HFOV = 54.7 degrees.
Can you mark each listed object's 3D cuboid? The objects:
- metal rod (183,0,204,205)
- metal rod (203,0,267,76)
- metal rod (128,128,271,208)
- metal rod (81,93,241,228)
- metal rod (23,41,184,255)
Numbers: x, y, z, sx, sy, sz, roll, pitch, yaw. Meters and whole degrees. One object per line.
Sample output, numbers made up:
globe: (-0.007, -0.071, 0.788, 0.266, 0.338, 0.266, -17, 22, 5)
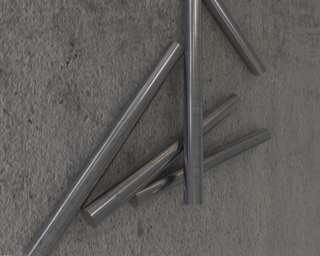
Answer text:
metal rod: (0.044, -0.052, 0.412, 0.025, 0.025, 0.299, 11, 74, -40)
metal rod: (0.086, -0.190, 0.475, 0.300, 0.025, 0.025, 43, 64, -31)
metal rod: (0.078, 0.049, 0.470, 0.302, 0.025, 0.025, -18, 102, -39)
metal rod: (0.023, 0.025, 0.414, 0.302, 0.025, 0.025, -36, 112, -37)
metal rod: (-0.050, 0.009, 0.362, 0.025, 0.025, 0.300, 46, 62, -30)
